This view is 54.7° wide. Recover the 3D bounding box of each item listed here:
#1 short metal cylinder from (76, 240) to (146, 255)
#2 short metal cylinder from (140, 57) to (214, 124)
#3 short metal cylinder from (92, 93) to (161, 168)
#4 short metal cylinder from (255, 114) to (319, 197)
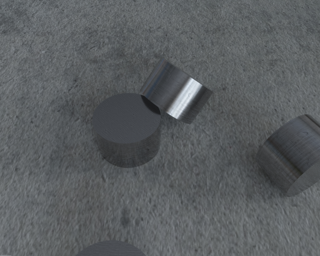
[{"bbox_3d":[-0.042,0.145,0.265,0.081,0.050,0.080,0,50,0],"label":"short metal cylinder"},{"bbox_3d":[0.022,-0.048,0.400,0.080,0.080,0.050,41,104,28],"label":"short metal cylinder"},{"bbox_3d":[-0.039,0.002,0.385,0.081,0.050,0.080,0,50,0],"label":"short metal cylinder"},{"bbox_3d":[0.155,0.031,0.343,0.081,0.080,0.050,-23,54,-18],"label":"short metal cylinder"}]
